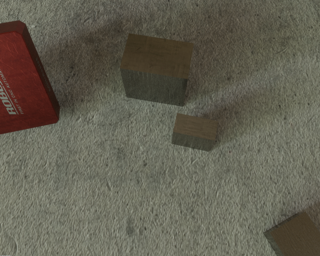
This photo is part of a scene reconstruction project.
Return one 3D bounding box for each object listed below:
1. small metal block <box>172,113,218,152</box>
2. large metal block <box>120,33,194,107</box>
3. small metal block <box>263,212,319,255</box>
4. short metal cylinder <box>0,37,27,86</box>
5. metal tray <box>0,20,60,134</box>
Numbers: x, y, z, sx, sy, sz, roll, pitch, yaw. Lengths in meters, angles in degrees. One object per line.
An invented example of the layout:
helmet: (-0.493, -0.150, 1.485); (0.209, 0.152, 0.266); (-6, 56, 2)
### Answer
small metal block: (0.043, 0.007, 0.393); (0.050, 0.050, 0.025); (12, 71, 4)
large metal block: (-0.003, -0.073, 0.405); (0.080, 0.080, 0.050); (10, 71, 3)
small metal block: (0.159, 0.133, 0.361); (0.050, 0.025, 0.050); (-26, 72, -9)
short metal cylinder: (-0.211, -0.076, 0.399); (0.080, 0.080, 0.050); (17, 52, 6)
metal tray: (-0.185, -0.055, 0.372); (0.091, 0.129, 0.030); (-12, 42, -4)
